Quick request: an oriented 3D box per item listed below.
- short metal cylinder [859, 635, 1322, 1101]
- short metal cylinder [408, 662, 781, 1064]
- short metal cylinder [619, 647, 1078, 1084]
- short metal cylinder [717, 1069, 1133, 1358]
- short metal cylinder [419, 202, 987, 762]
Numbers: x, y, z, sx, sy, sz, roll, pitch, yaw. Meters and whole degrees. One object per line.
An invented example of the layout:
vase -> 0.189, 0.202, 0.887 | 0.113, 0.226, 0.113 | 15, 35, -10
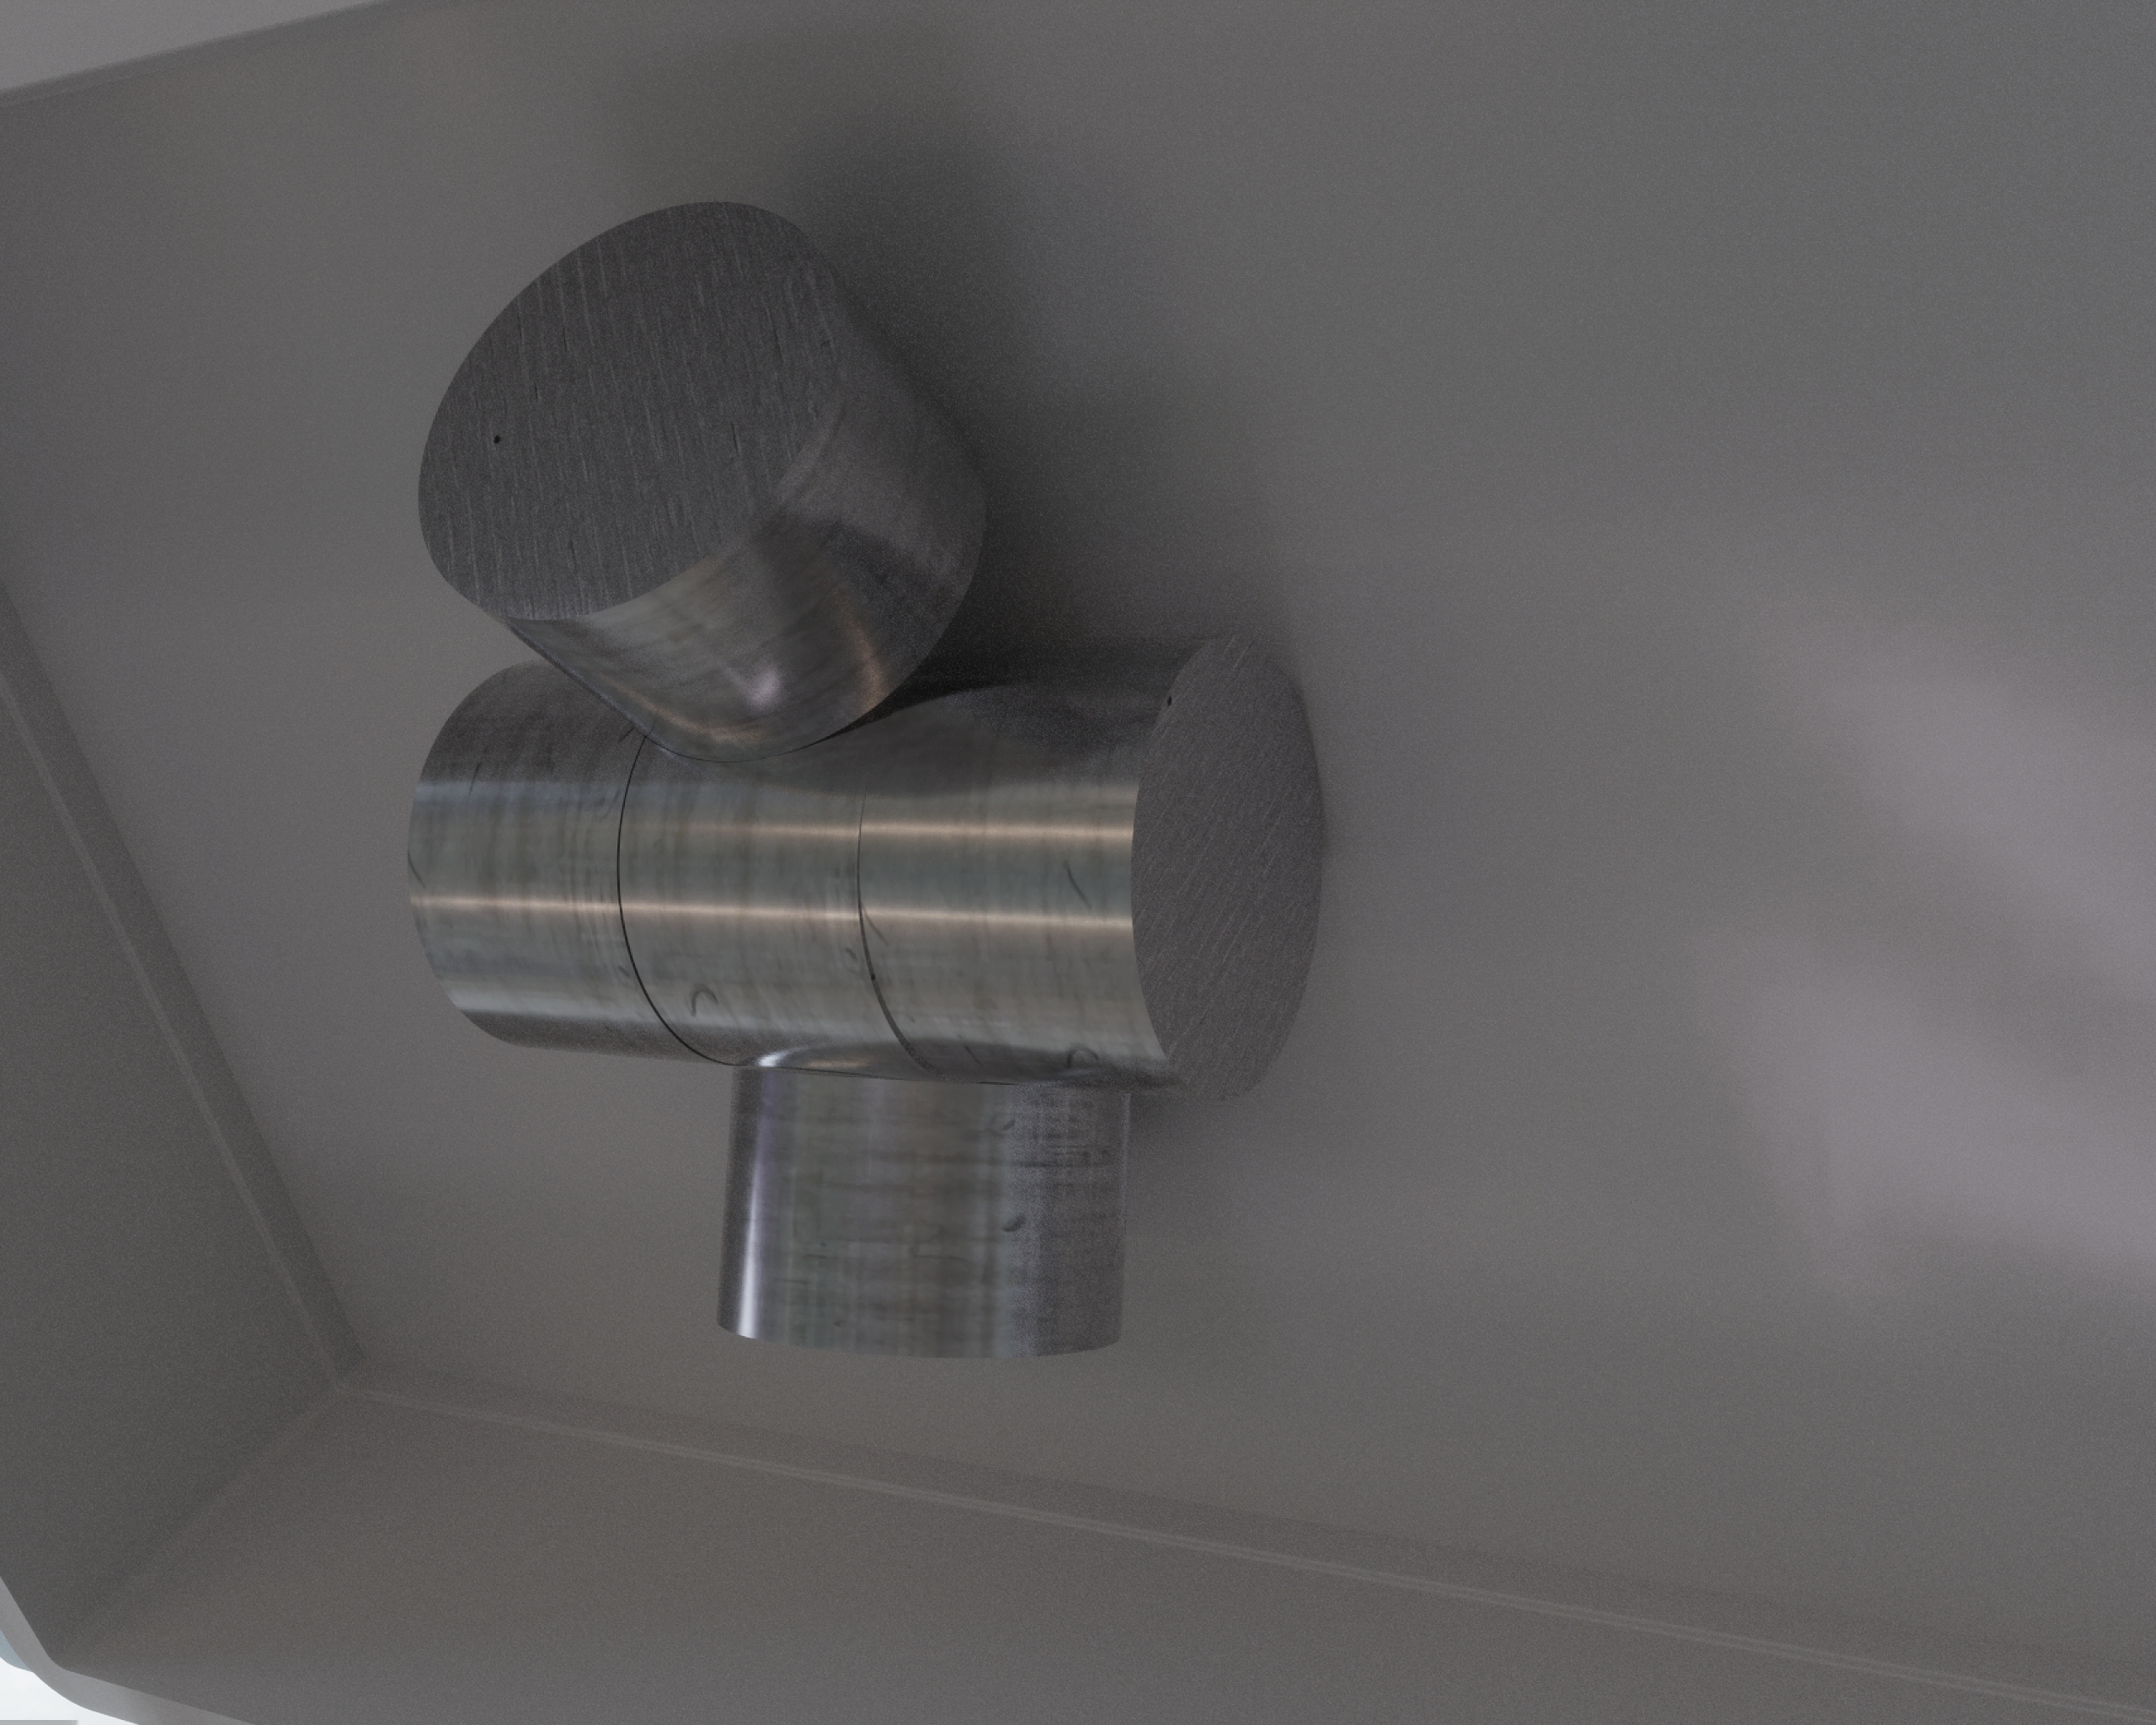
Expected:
short metal cylinder -> 0.005, 0.000, 0.369 | 0.050, 0.080, 0.080 | 2, 119, 28
short metal cylinder -> -0.085, -0.001, 0.415 | 0.050, 0.080, 0.080 | 2, 119, 28
short metal cylinder -> -0.040, 0.000, 0.392 | 0.050, 0.080, 0.080 | 2, 119, 28
short metal cylinder -> -0.030, 0.068, 0.420 | 0.080, 0.080, 0.050 | 0, 85, 28
short metal cylinder -> -0.063, -0.064, 0.355 | 0.080, 0.080, 0.050 | 2, 157, 27
